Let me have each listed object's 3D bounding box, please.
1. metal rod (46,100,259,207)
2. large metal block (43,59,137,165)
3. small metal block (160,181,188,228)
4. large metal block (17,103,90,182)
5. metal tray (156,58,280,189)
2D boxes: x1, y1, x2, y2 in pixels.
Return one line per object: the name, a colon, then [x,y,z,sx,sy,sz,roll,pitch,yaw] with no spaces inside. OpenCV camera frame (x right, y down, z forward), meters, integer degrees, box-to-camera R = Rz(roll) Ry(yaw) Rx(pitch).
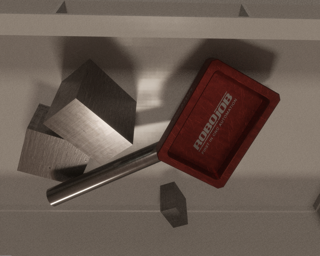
metal rod: [-0.004,0.032,0.398,0.301,0.025,0.025,-23,127,4]
large metal block: [-0.075,-0.019,0.356,0.050,0.080,0.080,-32,124,24]
small metal block: [0.022,0.123,0.498,0.025,0.050,0.050,-20,128,15]
large metal block: [-0.134,0.024,0.411,0.081,0.050,0.079,19,128,-16]
metal tray: [0.064,-0.004,0.362,0.090,0.030,0.129,27,102,-10]
